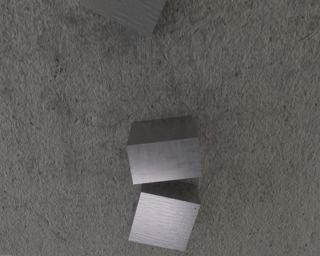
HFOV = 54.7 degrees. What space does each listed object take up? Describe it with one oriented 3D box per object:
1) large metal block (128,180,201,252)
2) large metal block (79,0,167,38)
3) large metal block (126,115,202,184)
[{"bbox_3d":[0.005,0.119,0.440,0.080,0.050,0.079,13,110,-5],"label":"large metal block"},{"bbox_3d":[-0.030,-0.155,0.339,0.080,0.050,0.080,23,108,-9],"label":"large metal block"},{"bbox_3d":[0.006,0.024,0.389,0.080,0.080,0.050,-7,110,2],"label":"large metal block"}]
